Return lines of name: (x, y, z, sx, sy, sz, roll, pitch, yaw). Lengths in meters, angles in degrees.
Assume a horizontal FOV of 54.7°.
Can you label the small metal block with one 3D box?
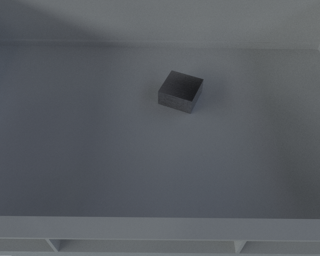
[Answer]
small metal block: (0.030, -0.053, 0.450, 0.050, 0.025, 0.050, 19, 52, 14)
